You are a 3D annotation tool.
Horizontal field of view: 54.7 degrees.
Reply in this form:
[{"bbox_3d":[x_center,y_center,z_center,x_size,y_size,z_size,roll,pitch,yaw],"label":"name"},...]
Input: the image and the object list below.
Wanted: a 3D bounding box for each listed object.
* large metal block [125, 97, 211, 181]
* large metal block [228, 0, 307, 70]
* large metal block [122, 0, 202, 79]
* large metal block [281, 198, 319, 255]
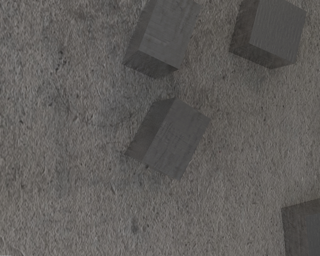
[{"bbox_3d":[0.006,0.012,0.382,0.050,0.080,0.080,31,80,-18],"label":"large metal block"},{"bbox_3d":[0.157,-0.141,0.453,0.081,0.050,0.080,17,84,-19],"label":"large metal block"},{"bbox_3d":[-0.001,-0.112,0.379,0.050,0.080,0.080,22,83,-19],"label":"large metal block"},{"bbox_3d":[0.244,0.163,0.486,0.081,0.050,0.080,-7,93,-20],"label":"large metal block"}]
